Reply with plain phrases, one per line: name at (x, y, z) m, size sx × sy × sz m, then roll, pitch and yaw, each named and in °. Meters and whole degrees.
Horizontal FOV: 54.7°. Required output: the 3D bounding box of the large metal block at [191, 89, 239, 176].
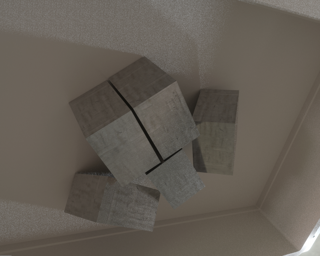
large metal block at (0.075, 0.003, 0.408) m, size 0.050 × 0.080 × 0.079 m, roll 4°, pitch 126°, yaw 15°

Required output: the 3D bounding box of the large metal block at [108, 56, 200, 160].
large metal block at (-0.007, -0.024, 0.354) m, size 0.050 × 0.080 × 0.080 m, roll -34°, pitch 129°, yaw -7°

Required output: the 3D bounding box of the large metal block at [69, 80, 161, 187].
large metal block at (-0.051, 0.005, 0.348) m, size 0.050 × 0.080 × 0.080 m, roll -33°, pitch 129°, yaw -7°

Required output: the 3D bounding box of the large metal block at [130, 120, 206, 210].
large metal block at (0.005, 0.045, 0.403) m, size 0.050 × 0.080 × 0.080 m, roll -36°, pitch 130°, yaw -5°

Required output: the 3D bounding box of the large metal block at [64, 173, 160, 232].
large metal block at (-0.059, 0.092, 0.389) m, size 0.080 × 0.080 × 0.050 m, roll 24°, pitch 71°, yaw -37°
